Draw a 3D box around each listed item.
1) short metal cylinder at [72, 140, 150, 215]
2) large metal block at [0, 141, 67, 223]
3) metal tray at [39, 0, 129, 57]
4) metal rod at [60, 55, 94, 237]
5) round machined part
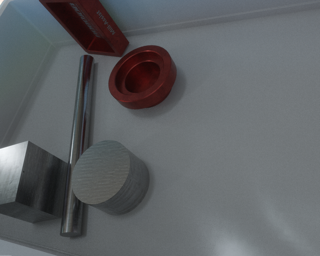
[{"bbox_3d":[-0.060,0.062,0.382,0.080,0.050,0.080,-13,56,20],"label":"short metal cylinder"},{"bbox_3d":[-0.173,0.075,0.413,0.050,0.080,0.080,-15,56,19],"label":"large metal block"},{"bbox_3d":[-0.120,-0.172,0.505,0.090,0.130,0.030,14,70,33],"label":"metal tray"},{"bbox_3d":[-0.119,0.006,0.462,0.025,0.025,0.299,-16,55,18],"label":"metal rod"},{"bbox_3d":[-0.021,-0.068,0.446,0.098,0.042,0.098,-13,56,20],"label":"round machined part"}]
